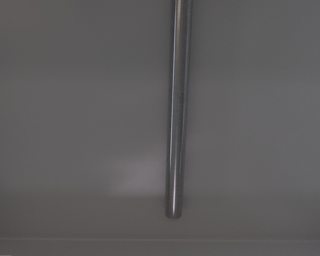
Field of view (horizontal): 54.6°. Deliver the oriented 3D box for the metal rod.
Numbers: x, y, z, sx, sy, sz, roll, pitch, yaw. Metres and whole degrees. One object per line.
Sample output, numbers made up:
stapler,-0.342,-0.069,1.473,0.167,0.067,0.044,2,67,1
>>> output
metal rod,0.023,-0.013,0.406,0.025,0.025,0.298,1,110,-1
